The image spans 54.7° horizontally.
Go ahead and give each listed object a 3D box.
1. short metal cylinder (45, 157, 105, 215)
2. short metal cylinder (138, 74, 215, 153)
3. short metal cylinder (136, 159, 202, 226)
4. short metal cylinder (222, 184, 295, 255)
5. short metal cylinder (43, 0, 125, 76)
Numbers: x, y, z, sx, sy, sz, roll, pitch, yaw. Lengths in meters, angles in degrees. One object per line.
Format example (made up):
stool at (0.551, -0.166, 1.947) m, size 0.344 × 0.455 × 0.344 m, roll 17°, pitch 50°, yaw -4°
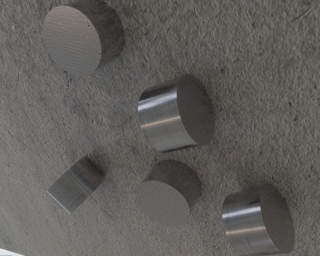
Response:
short metal cylinder at (-0.135, 0.092, 0.500) m, size 0.050 × 0.080 × 0.080 m, roll 46°, pitch 129°, yaw -4°
short metal cylinder at (0.021, -0.015, 0.351) m, size 0.050 × 0.080 × 0.080 m, roll -15°, pitch 111°, yaw 34°
short metal cylinder at (0.013, 0.092, 0.441) m, size 0.080 × 0.050 × 0.079 m, roll 13°, pitch 124°, yaw 21°
short metal cylinder at (0.121, 0.113, 0.378) m, size 0.050 × 0.080 × 0.080 m, roll -27°, pitch 104°, yaw 37°
short metal cylinder at (-0.090, -0.109, 0.371) m, size 0.080 × 0.050 × 0.079 m, roll 13°, pitch 124°, yaw 21°
